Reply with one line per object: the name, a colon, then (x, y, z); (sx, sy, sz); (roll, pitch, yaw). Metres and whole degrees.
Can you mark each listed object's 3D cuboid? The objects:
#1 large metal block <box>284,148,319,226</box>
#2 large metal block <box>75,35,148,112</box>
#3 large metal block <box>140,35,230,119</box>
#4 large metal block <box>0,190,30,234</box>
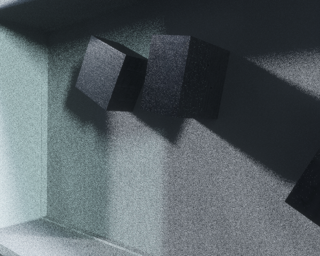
large metal block: (0.154, 0.035, 0.244); (0.050, 0.081, 0.079); (37, 113, 34)
large metal block: (-0.069, -0.078, 0.448); (0.080, 0.050, 0.079); (36, 112, 34)
large metal block: (0.030, -0.054, 0.346); (0.050, 0.081, 0.079); (16, 100, 39)
large metal block: (-0.327, 0.178, 0.664); (0.080, 0.050, 0.080); (-12, 83, 39)
